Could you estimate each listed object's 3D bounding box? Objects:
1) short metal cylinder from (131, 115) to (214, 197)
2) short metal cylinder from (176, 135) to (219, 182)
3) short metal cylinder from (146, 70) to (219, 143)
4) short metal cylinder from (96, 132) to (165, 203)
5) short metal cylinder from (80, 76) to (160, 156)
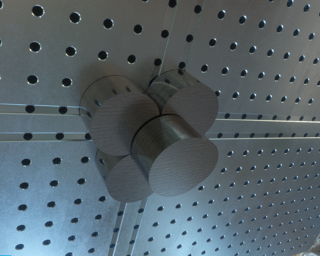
[{"bbox_3d":[0.014,0.032,0.357,0.081,0.050,0.079,-15,126,-21],"label":"short metal cylinder"},{"bbox_3d":[0.035,0.038,0.439,0.081,0.050,0.079,-14,125,-21],"label":"short metal cylinder"},{"bbox_3d":[0.026,-0.027,0.393,0.081,0.050,0.079,-14,125,-21],"label":"short metal cylinder"},{"bbox_3d":[-0.038,0.050,0.406,0.081,0.050,0.079,-14,125,-21],"label":"short metal cylinder"},{"bbox_3d":[-0.047,-0.015,0.360,0.081,0.050,0.079,-14,125,-21],"label":"short metal cylinder"}]
